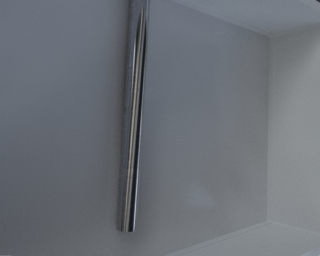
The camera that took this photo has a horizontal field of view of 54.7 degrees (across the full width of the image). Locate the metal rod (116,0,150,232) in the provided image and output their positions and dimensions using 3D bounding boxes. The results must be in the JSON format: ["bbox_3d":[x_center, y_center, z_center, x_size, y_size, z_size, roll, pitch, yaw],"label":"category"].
[{"bbox_3d":[-0.032,-0.027,0.381,0.025,0.025,0.298,5,87,-40],"label":"metal rod"}]
